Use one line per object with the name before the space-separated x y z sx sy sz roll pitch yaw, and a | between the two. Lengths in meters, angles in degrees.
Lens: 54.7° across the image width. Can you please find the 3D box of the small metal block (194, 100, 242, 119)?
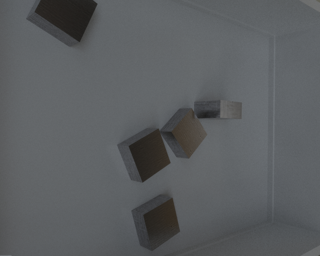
small metal block | 0.087 -0.026 0.466 0.050 0.050 0.025 1 89 -40

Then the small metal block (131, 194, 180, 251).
small metal block | -0.005 0.122 0.405 0.050 0.025 0.050 -21 103 -38

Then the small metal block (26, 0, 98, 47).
small metal block | -0.101 -0.122 0.323 0.050 0.025 0.050 31 71 -36

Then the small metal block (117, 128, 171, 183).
small metal block | -0.019 0.033 0.392 0.050 0.025 0.050 -31 109 -36

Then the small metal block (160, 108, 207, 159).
small metal block | 0.034 0.007 0.437 0.050 0.025 0.050 -49 119 -29
